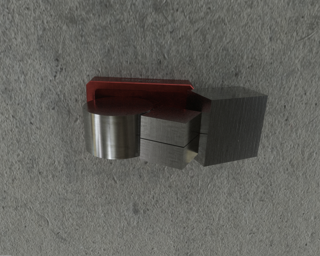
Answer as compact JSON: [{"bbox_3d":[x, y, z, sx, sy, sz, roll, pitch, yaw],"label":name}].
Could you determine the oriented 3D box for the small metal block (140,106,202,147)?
[{"bbox_3d":[0.013,-0.004,0.341,0.050,0.050,0.025,11,111,23],"label":"small metal block"}]

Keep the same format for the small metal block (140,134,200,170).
[{"bbox_3d":[0.012,0.021,0.349,0.050,0.050,0.025,11,111,23],"label":"small metal block"}]

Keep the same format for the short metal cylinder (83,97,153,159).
[{"bbox_3d":[-0.048,-0.003,0.366,0.081,0.080,0.050,1,110,-1],"label":"short metal cylinder"}]

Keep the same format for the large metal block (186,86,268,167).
[{"bbox_3d":[0.078,-0.005,0.381,0.081,0.050,0.079,-7,113,-26],"label":"large metal block"}]

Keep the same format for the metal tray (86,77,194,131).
[{"bbox_3d":[-0.025,-0.017,0.401,0.131,0.030,0.089,2,110,-1],"label":"metal tray"}]
